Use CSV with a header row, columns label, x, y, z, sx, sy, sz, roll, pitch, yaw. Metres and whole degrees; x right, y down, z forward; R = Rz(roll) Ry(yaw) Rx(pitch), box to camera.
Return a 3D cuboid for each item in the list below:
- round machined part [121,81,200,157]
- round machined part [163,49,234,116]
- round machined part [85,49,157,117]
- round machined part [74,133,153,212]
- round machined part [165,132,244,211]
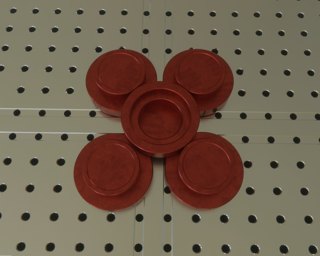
label,x,y,z,sx,sy,sz,roll,pitch,yaw
round machined part,0.001,-0.009,0.404,0.099,0.042,0.098,0,70,-1
round machined part,0.053,-0.069,0.428,0.099,0.042,0.098,0,70,-1
round machined part,-0.053,-0.068,0.426,0.099,0.042,0.098,0,70,-1
round machined part,-0.058,0.052,0.383,0.099,0.042,0.098,0,70,-1
round machined part,0.055,0.051,0.384,0.099,0.042,0.098,0,70,-1
